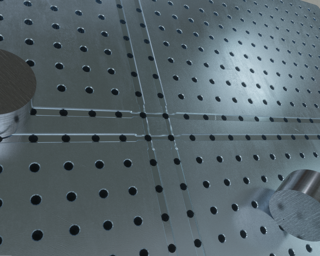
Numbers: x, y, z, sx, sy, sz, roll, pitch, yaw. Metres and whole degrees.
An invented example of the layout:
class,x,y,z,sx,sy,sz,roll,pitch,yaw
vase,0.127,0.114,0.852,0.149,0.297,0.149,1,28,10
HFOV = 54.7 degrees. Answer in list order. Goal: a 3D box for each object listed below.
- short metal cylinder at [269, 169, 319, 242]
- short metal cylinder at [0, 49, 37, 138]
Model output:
class,x,y,z,sx,sy,sz,roll,pitch,yaw
short metal cylinder,0.196,0.103,0.415,0.050,0.080,0.080,-33,81,-38
short metal cylinder,-0.174,-0.036,0.320,0.081,0.050,0.080,14,56,-21
